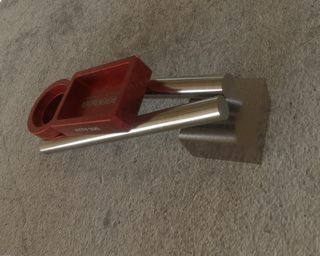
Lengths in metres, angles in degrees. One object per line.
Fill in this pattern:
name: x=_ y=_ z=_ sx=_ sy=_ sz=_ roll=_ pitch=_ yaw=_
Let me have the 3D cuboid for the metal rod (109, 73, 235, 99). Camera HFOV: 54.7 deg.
metal rod: x=-0.039 y=-0.051 z=0.414 sx=0.300 sy=0.025 sz=0.025 roll=5 pitch=64 yaw=44

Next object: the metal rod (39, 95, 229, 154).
metal rod: x=-0.057 y=0.004 z=0.390 sx=0.300 sy=0.025 sz=0.025 roll=-12 pitch=56 yaw=36

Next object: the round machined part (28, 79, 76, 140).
round machined part: x=-0.156 y=-0.025 z=0.482 sx=0.098 sy=0.042 sz=0.098 roll=-21 pitch=50 yaw=27

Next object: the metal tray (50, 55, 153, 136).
metal tray: x=-0.078 y=-0.038 z=0.398 sx=0.130 sy=0.030 sz=0.090 roll=-4 pitch=59 yaw=40

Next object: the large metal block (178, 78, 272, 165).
large metal block: x=0.076 y=-0.009 z=0.352 sx=0.080 sy=0.050 sz=0.080 roll=4 pitch=64 yaw=29
